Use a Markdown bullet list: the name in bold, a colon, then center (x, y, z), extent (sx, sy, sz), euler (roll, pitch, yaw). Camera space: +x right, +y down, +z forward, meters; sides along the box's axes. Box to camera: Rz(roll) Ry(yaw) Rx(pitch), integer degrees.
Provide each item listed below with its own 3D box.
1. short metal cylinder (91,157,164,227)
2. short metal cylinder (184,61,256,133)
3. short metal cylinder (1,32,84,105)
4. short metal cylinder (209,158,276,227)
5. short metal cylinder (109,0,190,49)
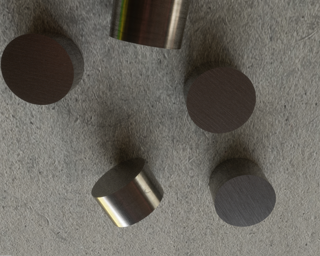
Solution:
- **short metal cylinder**: center (-0.042, 0.083, 0.411), extent (0.080, 0.080, 0.050), euler (-27, 108, 9)
- **short metal cylinder**: center (0.071, -0.039, 0.382), extent (0.081, 0.050, 0.079), euler (0, 110, 0)
- **short metal cylinder**: center (-0.136, -0.072, 0.368), extent (0.081, 0.050, 0.079), euler (0, 110, 0)
- **short metal cylinder**: center (0.112, 0.088, 0.430), extent (0.081, 0.050, 0.079), euler (0, 110, 0)
- **short metal cylinder**: center (-0.012, -0.119, 0.336), extent (0.081, 0.080, 0.050), euler (10, 110, -4)
